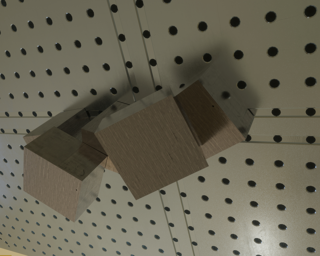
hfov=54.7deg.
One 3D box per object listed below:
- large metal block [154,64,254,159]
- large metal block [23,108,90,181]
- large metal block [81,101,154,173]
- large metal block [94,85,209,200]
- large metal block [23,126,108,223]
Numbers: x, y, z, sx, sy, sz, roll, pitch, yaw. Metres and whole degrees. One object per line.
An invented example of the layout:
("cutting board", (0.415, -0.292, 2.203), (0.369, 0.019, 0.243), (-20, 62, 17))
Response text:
("large metal block", (0.048, -0.013, 0.361), (0.080, 0.050, 0.080), (-34, 100, 38))
("large metal block", (-0.139, 0.026, 0.462), (0.050, 0.080, 0.080), (-6, 115, 31))
("large metal block", (-0.043, 0.013, 0.404), (0.080, 0.080, 0.050), (17, 125, 18))
("large metal block", (-0.007, 0.014, 0.317), (0.080, 0.050, 0.080), (-27, 106, 7))
("large metal block", (-0.120, 0.058, 0.387), (0.080, 0.050, 0.079), (28, 128, 11))
